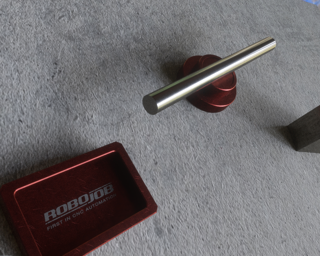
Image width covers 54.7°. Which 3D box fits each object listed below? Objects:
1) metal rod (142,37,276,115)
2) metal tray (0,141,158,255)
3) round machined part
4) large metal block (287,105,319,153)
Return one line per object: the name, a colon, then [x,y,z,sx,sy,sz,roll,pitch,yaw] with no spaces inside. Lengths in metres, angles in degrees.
metal rod: [0.091,-0.088,0.454,0.302,0.025,0.025,-31,79,-38]
metal tray: [-0.078,0.076,0.312,0.131,0.030,0.090,-22,73,-36]
round machined part: [0.080,-0.076,0.484,0.099,0.042,0.098,14,56,-21]
large metal block: [0.281,0.003,0.521,0.081,0.080,0.050,6,59,-26]
